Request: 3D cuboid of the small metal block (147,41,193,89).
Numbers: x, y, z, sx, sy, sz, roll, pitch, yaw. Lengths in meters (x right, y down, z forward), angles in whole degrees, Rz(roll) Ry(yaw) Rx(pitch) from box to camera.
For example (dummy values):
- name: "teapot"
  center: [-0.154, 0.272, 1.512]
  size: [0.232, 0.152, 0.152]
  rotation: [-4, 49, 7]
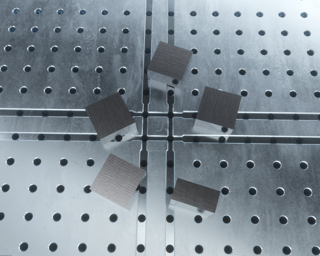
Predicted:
- name: "small metal block"
  center: [0.015, -0.090, 0.445]
  size: [0.050, 0.025, 0.050]
  rotation: [20, 71, 7]

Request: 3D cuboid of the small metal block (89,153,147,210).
- name: "small metal block"
  center: [-0.051, 0.067, 0.387]
  size: [0.050, 0.025, 0.050]
  rotation: [26, 72, 9]

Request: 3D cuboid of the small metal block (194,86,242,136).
- name: "small metal block"
  center: [0.078, -0.023, 0.421]
  size: [0.050, 0.025, 0.050]
  rotation: [16, 71, 6]

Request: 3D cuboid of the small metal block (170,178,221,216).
- name: "small metal block"
  center: [0.040, 0.083, 0.368]
  size: [0.050, 0.050, 0.025]
  rotation: [17, 71, 6]

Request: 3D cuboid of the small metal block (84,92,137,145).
- name: "small metal block"
  center: [-0.066, -0.013, 0.416]
  size: [0.050, 0.025, 0.050]
  rotation: [-26, 72, -9]
